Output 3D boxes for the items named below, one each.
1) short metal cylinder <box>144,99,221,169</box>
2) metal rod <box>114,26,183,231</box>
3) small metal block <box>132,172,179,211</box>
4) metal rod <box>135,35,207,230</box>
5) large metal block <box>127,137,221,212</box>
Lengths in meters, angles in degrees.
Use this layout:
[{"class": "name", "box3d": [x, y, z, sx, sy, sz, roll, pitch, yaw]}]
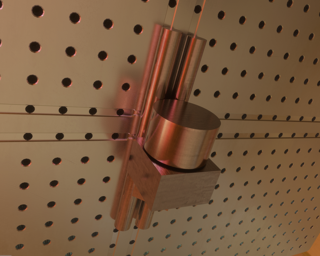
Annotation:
[{"class": "short metal cylinder", "box3d": [0.025, 0.005, 0.367, 0.081, 0.080, 0.050, 1, 118, -29]}, {"class": "metal rod", "box3d": [-0.022, 0.018, 0.414, 0.025, 0.025, 0.298, 1, 118, -29]}, {"class": "small metal block", "box3d": [-0.002, 0.077, 0.414, 0.050, 0.050, 0.025, -46, 154, -63]}, {"class": "metal rod", "box3d": [0.008, 0.022, 0.433, 0.025, 0.025, 0.298, 1, 118, -29]}, {"class": "large metal block", "box3d": [0.014, 0.053, 0.385, 0.081, 0.080, 0.050, 0, 118, -29]}]
